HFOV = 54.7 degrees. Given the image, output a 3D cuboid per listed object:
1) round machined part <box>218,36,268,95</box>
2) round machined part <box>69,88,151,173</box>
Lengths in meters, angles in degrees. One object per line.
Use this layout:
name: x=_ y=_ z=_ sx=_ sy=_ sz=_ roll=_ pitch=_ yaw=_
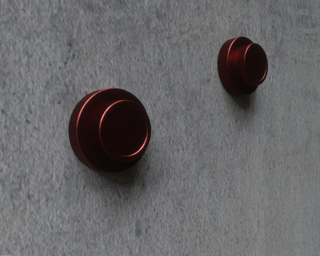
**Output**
round machined part: x=0.144 y=-0.104 z=0.517 sx=0.099 sy=0.042 sz=0.097 roll=0 pitch=90 yaw=-40
round machined part: x=-0.049 y=0.003 z=0.354 sx=0.099 sy=0.042 sz=0.097 roll=0 pitch=90 yaw=-40
